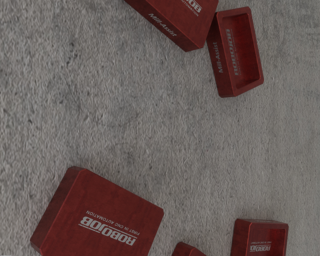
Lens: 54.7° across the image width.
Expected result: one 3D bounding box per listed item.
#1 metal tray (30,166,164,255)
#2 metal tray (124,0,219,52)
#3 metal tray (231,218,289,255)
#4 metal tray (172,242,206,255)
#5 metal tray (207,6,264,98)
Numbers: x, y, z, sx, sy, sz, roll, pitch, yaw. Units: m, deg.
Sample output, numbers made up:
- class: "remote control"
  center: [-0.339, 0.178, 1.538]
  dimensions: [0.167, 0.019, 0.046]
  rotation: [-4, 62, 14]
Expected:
- class: "metal tray"
  center: [-0.063, 0.110, 0.349]
  dimensions: [0.130, 0.030, 0.090]
  rotation: [37, 68, -34]
- class: "metal tray"
  center: [0.019, -0.175, 0.416]
  dimensions: [0.131, 0.030, 0.090]
  rotation: [30, 71, -36]
- class: "metal tray"
  center: [0.179, 0.211, 0.551]
  dimensions: [0.131, 0.030, 0.090]
  rotation: [16, 80, -39]
- class: "metal tray"
  center: [0.033, 0.239, 0.429]
  dimensions: [0.090, 0.030, 0.130]
  rotation: [45, 63, -31]
- class: "metal tray"
  center: [0.121, -0.123, 0.502]
  dimensions: [0.091, 0.030, 0.129]
  rotation: [-25, 106, -37]
